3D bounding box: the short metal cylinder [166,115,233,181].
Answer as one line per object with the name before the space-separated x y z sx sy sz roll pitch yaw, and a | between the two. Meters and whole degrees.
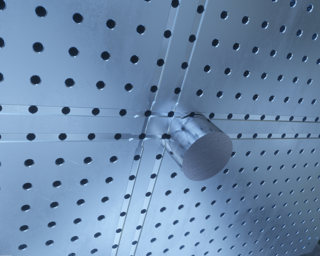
short metal cylinder | 0.055 0.028 0.442 0.081 0.050 0.080 -14 124 -21
